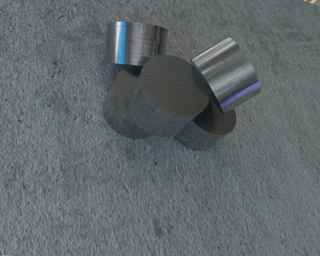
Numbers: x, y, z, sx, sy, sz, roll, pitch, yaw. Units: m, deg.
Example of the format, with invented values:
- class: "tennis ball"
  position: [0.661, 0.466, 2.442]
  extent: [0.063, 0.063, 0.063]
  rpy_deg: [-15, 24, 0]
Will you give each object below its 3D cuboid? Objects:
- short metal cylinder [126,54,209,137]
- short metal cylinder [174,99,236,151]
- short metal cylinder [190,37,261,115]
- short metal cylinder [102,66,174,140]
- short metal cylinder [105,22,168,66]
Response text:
- class: "short metal cylinder"
  position: [0.008, -0.036, 0.352]
  extent: [0.081, 0.050, 0.080]
  rpy_deg: [14, 56, -21]
- class: "short metal cylinder"
  position: [0.057, -0.014, 0.430]
  extent: [0.081, 0.050, 0.080]
  rpy_deg: [14, 56, -21]
- class: "short metal cylinder"
  position: [0.079, -0.063, 0.380]
  extent: [0.050, 0.080, 0.080]
  rpy_deg: [-31, 75, 6]
- class: "short metal cylinder"
  position: [-0.027, -0.032, 0.395]
  extent: [0.081, 0.050, 0.080]
  rpy_deg: [14, 56, -21]
- class: "short metal cylinder"
  position: [-0.032, -0.108, 0.412]
  extent: [0.081, 0.080, 0.050]
  rpy_deg: [0, 101, -29]
